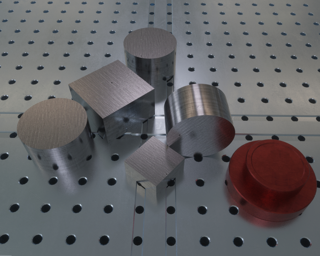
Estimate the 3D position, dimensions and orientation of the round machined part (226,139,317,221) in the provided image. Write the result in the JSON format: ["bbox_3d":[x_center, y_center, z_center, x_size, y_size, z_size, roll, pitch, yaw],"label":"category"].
[{"bbox_3d":[0.129,0.052,0.354,0.099,0.042,0.098,0,50,0],"label":"round machined part"}]

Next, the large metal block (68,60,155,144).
[{"bbox_3d":[-0.064,-0.038,0.423,0.080,0.050,0.080,-34,58,-25],"label":"large metal block"}]

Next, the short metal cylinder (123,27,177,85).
[{"bbox_3d":[-0.015,-0.114,0.487,0.080,0.050,0.080,0,50,0],"label":"short metal cylinder"}]

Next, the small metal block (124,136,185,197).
[{"bbox_3d":[-0.006,0.045,0.370,0.050,0.025,0.050,34,58,25],"label":"small metal block"}]

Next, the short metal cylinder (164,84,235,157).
[{"bbox_3d":[0.046,-0.008,0.379,0.081,0.080,0.050,-2,50,-2],"label":"short metal cylinder"}]

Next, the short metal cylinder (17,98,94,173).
[{"bbox_3d":[-0.126,0.009,0.383,0.081,0.050,0.080,0,50,0],"label":"short metal cylinder"}]
